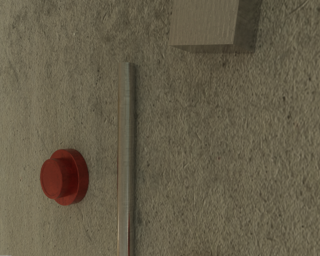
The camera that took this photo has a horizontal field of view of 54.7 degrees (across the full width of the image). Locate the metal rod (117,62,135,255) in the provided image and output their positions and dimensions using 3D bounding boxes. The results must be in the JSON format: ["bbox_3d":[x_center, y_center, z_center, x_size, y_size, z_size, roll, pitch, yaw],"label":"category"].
[{"bbox_3d":[-0.049,0.057,0.445,0.025,0.025,0.298,1,90,40],"label":"metal rod"}]

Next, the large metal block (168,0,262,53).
[{"bbox_3d":[0.061,-0.126,0.339,0.080,0.050,0.079,11,97,39],"label":"large metal block"}]

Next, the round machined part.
[{"bbox_3d":[-0.170,0.085,0.535,0.098,0.042,0.097,0,90,40],"label":"round machined part"}]
